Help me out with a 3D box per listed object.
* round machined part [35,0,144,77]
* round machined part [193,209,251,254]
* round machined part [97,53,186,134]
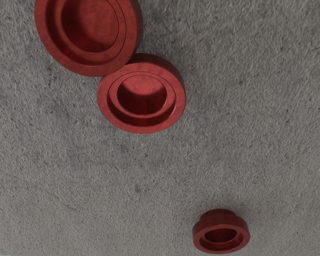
[{"bbox_3d":[-0.063,-0.102,0.298,0.098,0.042,0.097,5,120,9],"label":"round machined part"},{"bbox_3d":[0.107,0.181,0.551,0.099,0.042,0.097,0,130,0],"label":"round machined part"},{"bbox_3d":[-0.020,-0.043,0.359,0.099,0.042,0.097,0,130,0],"label":"round machined part"}]
